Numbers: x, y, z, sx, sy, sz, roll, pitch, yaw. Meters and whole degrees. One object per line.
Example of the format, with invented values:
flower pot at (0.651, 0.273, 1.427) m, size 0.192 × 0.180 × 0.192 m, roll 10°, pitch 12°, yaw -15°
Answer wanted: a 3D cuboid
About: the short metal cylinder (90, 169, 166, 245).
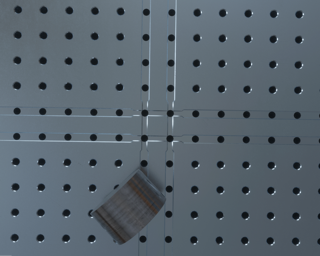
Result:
short metal cylinder at (-0.039, 0.096, 0.386) m, size 0.080 × 0.080 × 0.050 m, roll -42°, pitch 90°, yaw 0°
